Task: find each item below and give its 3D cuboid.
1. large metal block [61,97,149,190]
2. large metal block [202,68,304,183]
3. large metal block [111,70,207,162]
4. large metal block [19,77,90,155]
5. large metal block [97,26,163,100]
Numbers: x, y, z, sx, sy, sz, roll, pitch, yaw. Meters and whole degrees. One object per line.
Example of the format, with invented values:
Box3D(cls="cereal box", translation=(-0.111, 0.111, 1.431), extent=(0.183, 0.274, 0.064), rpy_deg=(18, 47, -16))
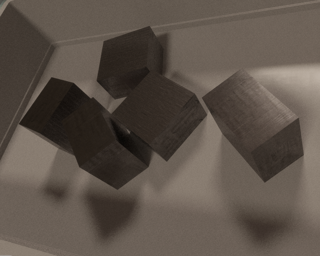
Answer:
Box3D(cls="large metal block", translation=(-0.069, 0.021, 0.392), extent=(0.050, 0.080, 0.080), rpy_deg=(-37, 51, 3))
Box3D(cls="large metal block", translation=(0.097, -0.001, 0.320), extent=(0.050, 0.080, 0.080), rpy_deg=(-37, 51, 3))
Box3D(cls="large metal block", translation=(-0.001, -0.017, 0.400), extent=(0.080, 0.050, 0.080), rpy_deg=(-49, 52, -7))
Box3D(cls="large metal block", translation=(-0.137, -0.014, 0.449), extent=(0.050, 0.080, 0.080), rpy_deg=(17, 71, 34))
Box3D(cls="large metal block", translation=(-0.043, -0.098, 0.470), extent=(0.080, 0.050, 0.080), rpy_deg=(-11, 57, 21))
